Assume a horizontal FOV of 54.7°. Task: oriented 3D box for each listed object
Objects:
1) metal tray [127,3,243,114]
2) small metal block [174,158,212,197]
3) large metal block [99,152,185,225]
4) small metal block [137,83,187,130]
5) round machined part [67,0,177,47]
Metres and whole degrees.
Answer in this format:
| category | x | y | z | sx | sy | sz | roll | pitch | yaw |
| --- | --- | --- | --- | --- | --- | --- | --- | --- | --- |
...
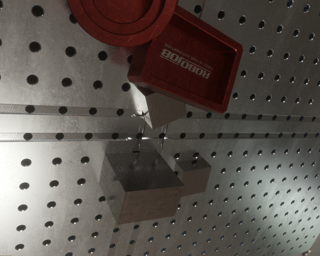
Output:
| category | x | y | z | sx | sy | sz | roll | pitch | yaw |
| --- | --- | --- | --- | --- | --- | --- | --- | --- | --- |
| metal tray | 0.035 | -0.077 | 0.360 | 0.131 | 0.030 | 0.090 | 17 | 87 | -35 |
| small metal block | 0.049 | 0.078 | 0.488 | 0.050 | 0.025 | 0.050 | -6 | 121 | -26 |
| large metal block | -0.027 | 0.075 | 0.409 | 0.081 | 0.080 | 0.050 | 0 | 118 | -29 |
| small metal block | 0.004 | -0.033 | 0.395 | 0.050 | 0.025 | 0.050 | -23 | 127 | -15 |
| round machined part | -0.035 | -0.127 | 0.290 | 0.099 | 0.042 | 0.097 | -3 | 107 | -9 |
